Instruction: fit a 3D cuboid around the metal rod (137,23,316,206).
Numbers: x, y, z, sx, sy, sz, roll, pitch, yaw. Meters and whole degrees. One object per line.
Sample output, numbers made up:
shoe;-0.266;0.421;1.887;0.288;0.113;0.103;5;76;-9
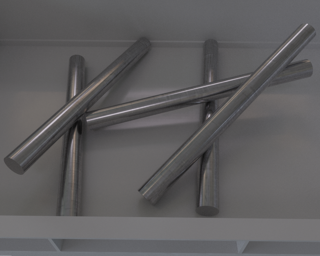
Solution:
metal rod;0.089;-0.025;0.375;0.301;0.025;0.025;-44;62;-13

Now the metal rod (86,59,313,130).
metal rod;0.053;-0.045;0.411;0.302;0.025;0.025;-14;51;-3

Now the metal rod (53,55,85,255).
metal rod;-0.112;0.007;0.397;0.025;0.025;0.300;-6;50;-5

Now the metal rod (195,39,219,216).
metal rod;0.068;-0.025;0.426;0.025;0.025;0.300;5;50;4

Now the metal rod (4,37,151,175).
metal rod;-0.089;-0.051;0.422;0.025;0.025;0.301;19;45;15
